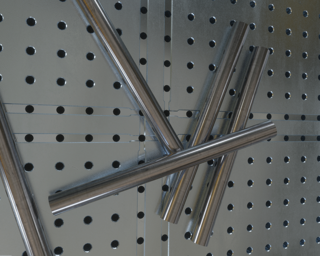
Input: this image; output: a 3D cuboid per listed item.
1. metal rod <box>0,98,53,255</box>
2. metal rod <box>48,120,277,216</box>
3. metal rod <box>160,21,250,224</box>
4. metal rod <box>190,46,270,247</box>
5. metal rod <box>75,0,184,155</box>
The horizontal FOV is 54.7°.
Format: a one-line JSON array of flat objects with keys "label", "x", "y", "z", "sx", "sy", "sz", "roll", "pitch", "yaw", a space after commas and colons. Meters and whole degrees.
[{"label": "metal rod", "x": -0.154, "y": 0.097, "z": 0.356, "sx": 0.025, "sy": 0.025, "sz": 0.298, "roll": -18, "pitch": 96, "yaw": -19}, {"label": "metal rod", "x": 0.013, "y": 0.047, "z": 0.397, "sx": 0.302, "sy": 0.025, "sz": 0.025, "roll": -18, "pitch": 97, "yaw": -12}, {"label": "metal rod", "x": 0.066, "y": -0.013, "z": 0.438, "sx": 0.025, "sy": 0.025, "sz": 0.299, "roll": 24, "pitch": 82, "yaw": -19}, {"label": "metal rod", "x": 0.105, "y": 0.021, "z": 0.452, "sx": 0.025, "sy": 0.025, "sz": 0.299, "roll": 22, "pitch": 83, "yaw": -19}, {"label": "metal rod", "x": -0.052, "y": -0.094, "z": 0.393, "sx": 0.025, "sy": 0.025, "sz": 0.299, "roll": -34, "pitch": 101, "yaw": -17}]
